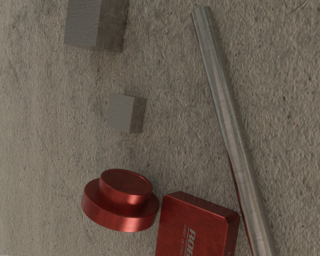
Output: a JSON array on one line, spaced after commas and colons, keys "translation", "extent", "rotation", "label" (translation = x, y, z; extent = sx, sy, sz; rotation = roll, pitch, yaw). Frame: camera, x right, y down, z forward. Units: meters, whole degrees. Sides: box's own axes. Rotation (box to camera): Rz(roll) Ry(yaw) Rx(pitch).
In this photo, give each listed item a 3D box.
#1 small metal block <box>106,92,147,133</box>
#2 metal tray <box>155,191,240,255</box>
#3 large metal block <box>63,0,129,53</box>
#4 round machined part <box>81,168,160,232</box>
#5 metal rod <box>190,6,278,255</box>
[{"translation": [-0.049, -0.022, 0.446], "extent": [0.050, 0.025, 0.050], "rotation": [15, 100, 39], "label": "small metal block"}, {"translation": [0.039, 0.151, 0.370], "extent": [0.090, 0.030, 0.129], "rotation": [12, 98, 39], "label": "metal tray"}, {"translation": [-0.097, -0.160, 0.469], "extent": [0.080, 0.050, 0.079], "rotation": [16, 100, 39], "label": "large metal block"}, {"translation": [-0.047, 0.086, 0.397], "extent": [0.098, 0.099, 0.042], "rotation": [27, 107, 36], "label": "round machined part"}, {"translation": [0.080, 0.007, 0.339], "extent": [0.025, 0.025, 0.299], "rotation": [-20, 77, 38], "label": "metal rod"}]
